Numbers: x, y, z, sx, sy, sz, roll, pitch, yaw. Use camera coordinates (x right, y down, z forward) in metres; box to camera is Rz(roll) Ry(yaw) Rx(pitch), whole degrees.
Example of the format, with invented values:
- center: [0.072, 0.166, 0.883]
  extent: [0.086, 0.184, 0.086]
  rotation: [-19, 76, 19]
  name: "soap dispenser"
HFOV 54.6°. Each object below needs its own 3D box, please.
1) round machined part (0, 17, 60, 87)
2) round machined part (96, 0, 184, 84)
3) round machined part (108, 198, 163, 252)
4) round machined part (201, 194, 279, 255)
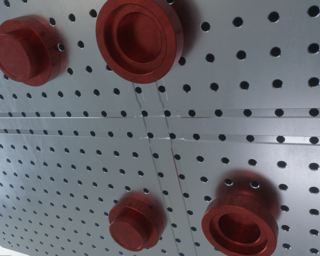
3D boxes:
- center: [-0.195, -0.104, 0.440]
  extent: [0.098, 0.042, 0.097]
  rotation: [13, 124, 21]
  name: "round machined part"
- center: [-0.019, -0.103, 0.347]
  extent: [0.098, 0.042, 0.097]
  rotation: [13, 124, 21]
  name: "round machined part"
- center: [-0.047, 0.172, 0.532]
  extent: [0.098, 0.042, 0.097]
  rotation: [13, 124, 21]
  name: "round machined part"
- center: [0.110, 0.130, 0.423]
  extent: [0.098, 0.042, 0.097]
  rotation: [13, 124, 21]
  name: "round machined part"
